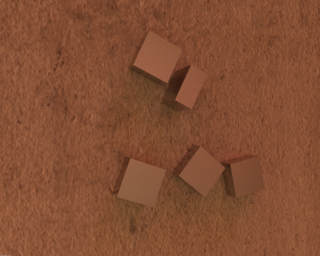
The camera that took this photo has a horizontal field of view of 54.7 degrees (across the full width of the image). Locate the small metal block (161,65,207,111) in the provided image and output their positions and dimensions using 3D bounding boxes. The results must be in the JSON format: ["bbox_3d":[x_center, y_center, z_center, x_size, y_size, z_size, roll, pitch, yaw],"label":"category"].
[{"bbox_3d":[0.031,-0.051,0.408,0.025,0.050,0.050,28,81,-18],"label":"small metal block"}]

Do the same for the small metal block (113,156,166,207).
[{"bbox_3d":[-0.027,0.069,0.400,0.050,0.025,0.050,21,83,-19],"label":"small metal block"}]

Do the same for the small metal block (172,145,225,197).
[{"bbox_3d":[0.054,0.059,0.430,0.050,0.025,0.050,41,77,-16],"label":"small metal block"}]

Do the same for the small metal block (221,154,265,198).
[{"bbox_3d":[0.122,0.070,0.456,0.050,0.025,0.050,-12,94,-20],"label":"small metal block"}]

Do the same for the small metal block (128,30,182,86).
[{"bbox_3d":[-0.006,-0.091,0.408,0.050,0.025,0.050,26,81,-19],"label":"small metal block"}]
